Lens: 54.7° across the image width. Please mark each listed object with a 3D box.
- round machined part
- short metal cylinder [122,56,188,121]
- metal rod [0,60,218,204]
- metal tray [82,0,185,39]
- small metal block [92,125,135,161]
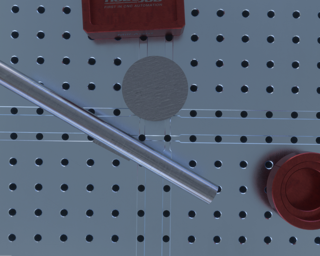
[{"bbox_3d":[0.189,0.079,0.408,0.099,0.042,0.097,0,90,-1],"label":"round machined part"},{"bbox_3d":[-0.006,-0.048,0.401,0.081,0.050,0.079,0,90,-1],"label":"short metal cylinder"},{"bbox_3d":[-0.068,0.003,0.362,0.301,0.025,0.025,30,90,0],"label":"metal rod"},{"bbox_3d":[-0.035,-0.169,0.410,0.131,0.030,0.089,-3,90,-1],"label":"metal tray"},{"bbox_3d":[-0.054,0.018,0.400,0.050,0.050,0.025,28,90,-1],"label":"small metal block"}]
